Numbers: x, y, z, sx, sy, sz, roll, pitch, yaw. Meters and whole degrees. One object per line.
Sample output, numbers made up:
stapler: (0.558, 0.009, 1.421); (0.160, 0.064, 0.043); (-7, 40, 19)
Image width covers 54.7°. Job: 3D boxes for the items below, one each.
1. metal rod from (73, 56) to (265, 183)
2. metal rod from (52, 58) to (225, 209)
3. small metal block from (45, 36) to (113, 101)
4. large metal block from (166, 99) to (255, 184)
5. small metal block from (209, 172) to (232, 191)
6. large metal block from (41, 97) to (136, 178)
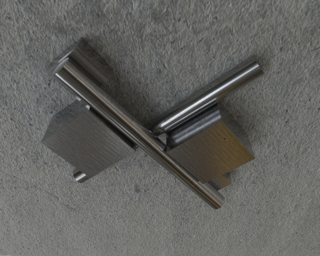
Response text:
metal rod: (-0.005, 0.000, 0.410); (0.300, 0.025, 0.025); (-32, 124, 24)
metal rod: (-0.008, 0.024, 0.396); (0.025, 0.025, 0.300); (-32, 124, 24)
small metal block: (-0.090, -0.066, 0.352); (0.050, 0.025, 0.050); (-30, 124, 23)
large metal block: (0.065, 0.019, 0.409); (0.080, 0.050, 0.080); (-32, 124, 24)
small metal block: (0.072, 0.074, 0.474); (0.050, 0.025, 0.050); (-36, 122, 26)
large metal block: (-0.086, 0.007, 0.395); (0.080, 0.050, 0.080); (-30, 124, 23)
